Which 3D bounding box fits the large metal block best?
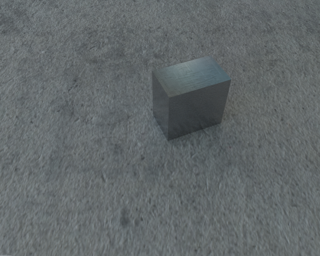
[{"bbox_3d":[0.037,-0.038,0.400,0.081,0.080,0.050,-18,53,-15],"label":"large metal block"}]
